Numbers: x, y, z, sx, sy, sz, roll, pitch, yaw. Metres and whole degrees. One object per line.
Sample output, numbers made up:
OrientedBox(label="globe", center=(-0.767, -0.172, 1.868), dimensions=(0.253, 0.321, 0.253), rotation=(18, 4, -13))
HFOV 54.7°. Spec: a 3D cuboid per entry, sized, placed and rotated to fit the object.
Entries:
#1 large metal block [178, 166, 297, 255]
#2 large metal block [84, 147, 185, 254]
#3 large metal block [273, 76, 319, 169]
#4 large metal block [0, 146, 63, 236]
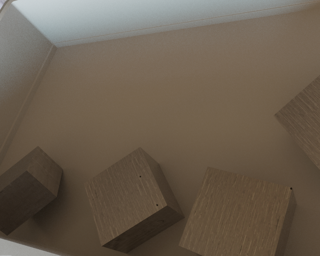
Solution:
OrientedBox(label="large metal block", center=(0.076, 0.091, 0.294), dimensions=(0.080, 0.050, 0.080), rotation=(11, 67, 33))
OrientedBox(label="large metal block", center=(-0.031, 0.083, 0.355), dimensions=(0.080, 0.050, 0.080), rotation=(-33, 51, 6))
OrientedBox(label="large metal block", center=(0.170, -0.005, 0.286), dimensions=(0.080, 0.050, 0.080), rotation=(-47, 48, 24))
OrientedBox(label="large metal block", center=(-0.183, 0.080, 0.415), dimensions=(0.080, 0.050, 0.080), rotation=(-38, 21, 2))
